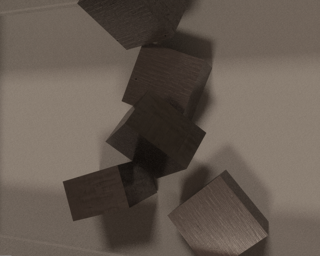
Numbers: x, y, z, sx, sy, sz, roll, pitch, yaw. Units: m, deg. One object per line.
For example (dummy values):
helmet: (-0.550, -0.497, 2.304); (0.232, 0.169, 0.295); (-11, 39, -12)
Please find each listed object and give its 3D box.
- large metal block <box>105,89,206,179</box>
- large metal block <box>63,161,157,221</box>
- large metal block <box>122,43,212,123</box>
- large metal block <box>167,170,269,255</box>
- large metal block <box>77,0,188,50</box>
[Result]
large metal block: (-0.008, 0.011, 0.363); (0.080, 0.080, 0.050); (37, 63, -10)
large metal block: (-0.062, 0.077, 0.400); (0.080, 0.080, 0.050); (-19, 84, 21)
large metal block: (0.010, -0.055, 0.393); (0.080, 0.050, 0.080); (23, 97, 18)
large metal block: (0.071, 0.109, 0.372); (0.080, 0.050, 0.080); (-41, 77, 15)
large metal block: (-0.030, -0.140, 0.349); (0.080, 0.080, 0.050); (0, 60, 45)
